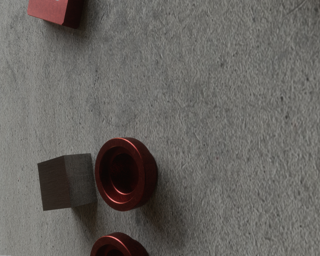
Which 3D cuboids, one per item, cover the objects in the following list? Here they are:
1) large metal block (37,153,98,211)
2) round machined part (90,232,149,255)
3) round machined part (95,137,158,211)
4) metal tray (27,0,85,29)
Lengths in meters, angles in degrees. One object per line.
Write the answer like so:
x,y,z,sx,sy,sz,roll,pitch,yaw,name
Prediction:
-0.154,0.090,0.513,0.080,0.050,0.080,-17,79,38,large metal block
-0.051,0.195,0.434,0.098,0.042,0.097,0,90,39,round machined part
-0.042,0.061,0.426,0.098,0.042,0.097,0,90,39,round machined part
-0.185,-0.234,0.551,0.130,0.030,0.089,26,106,36,metal tray
